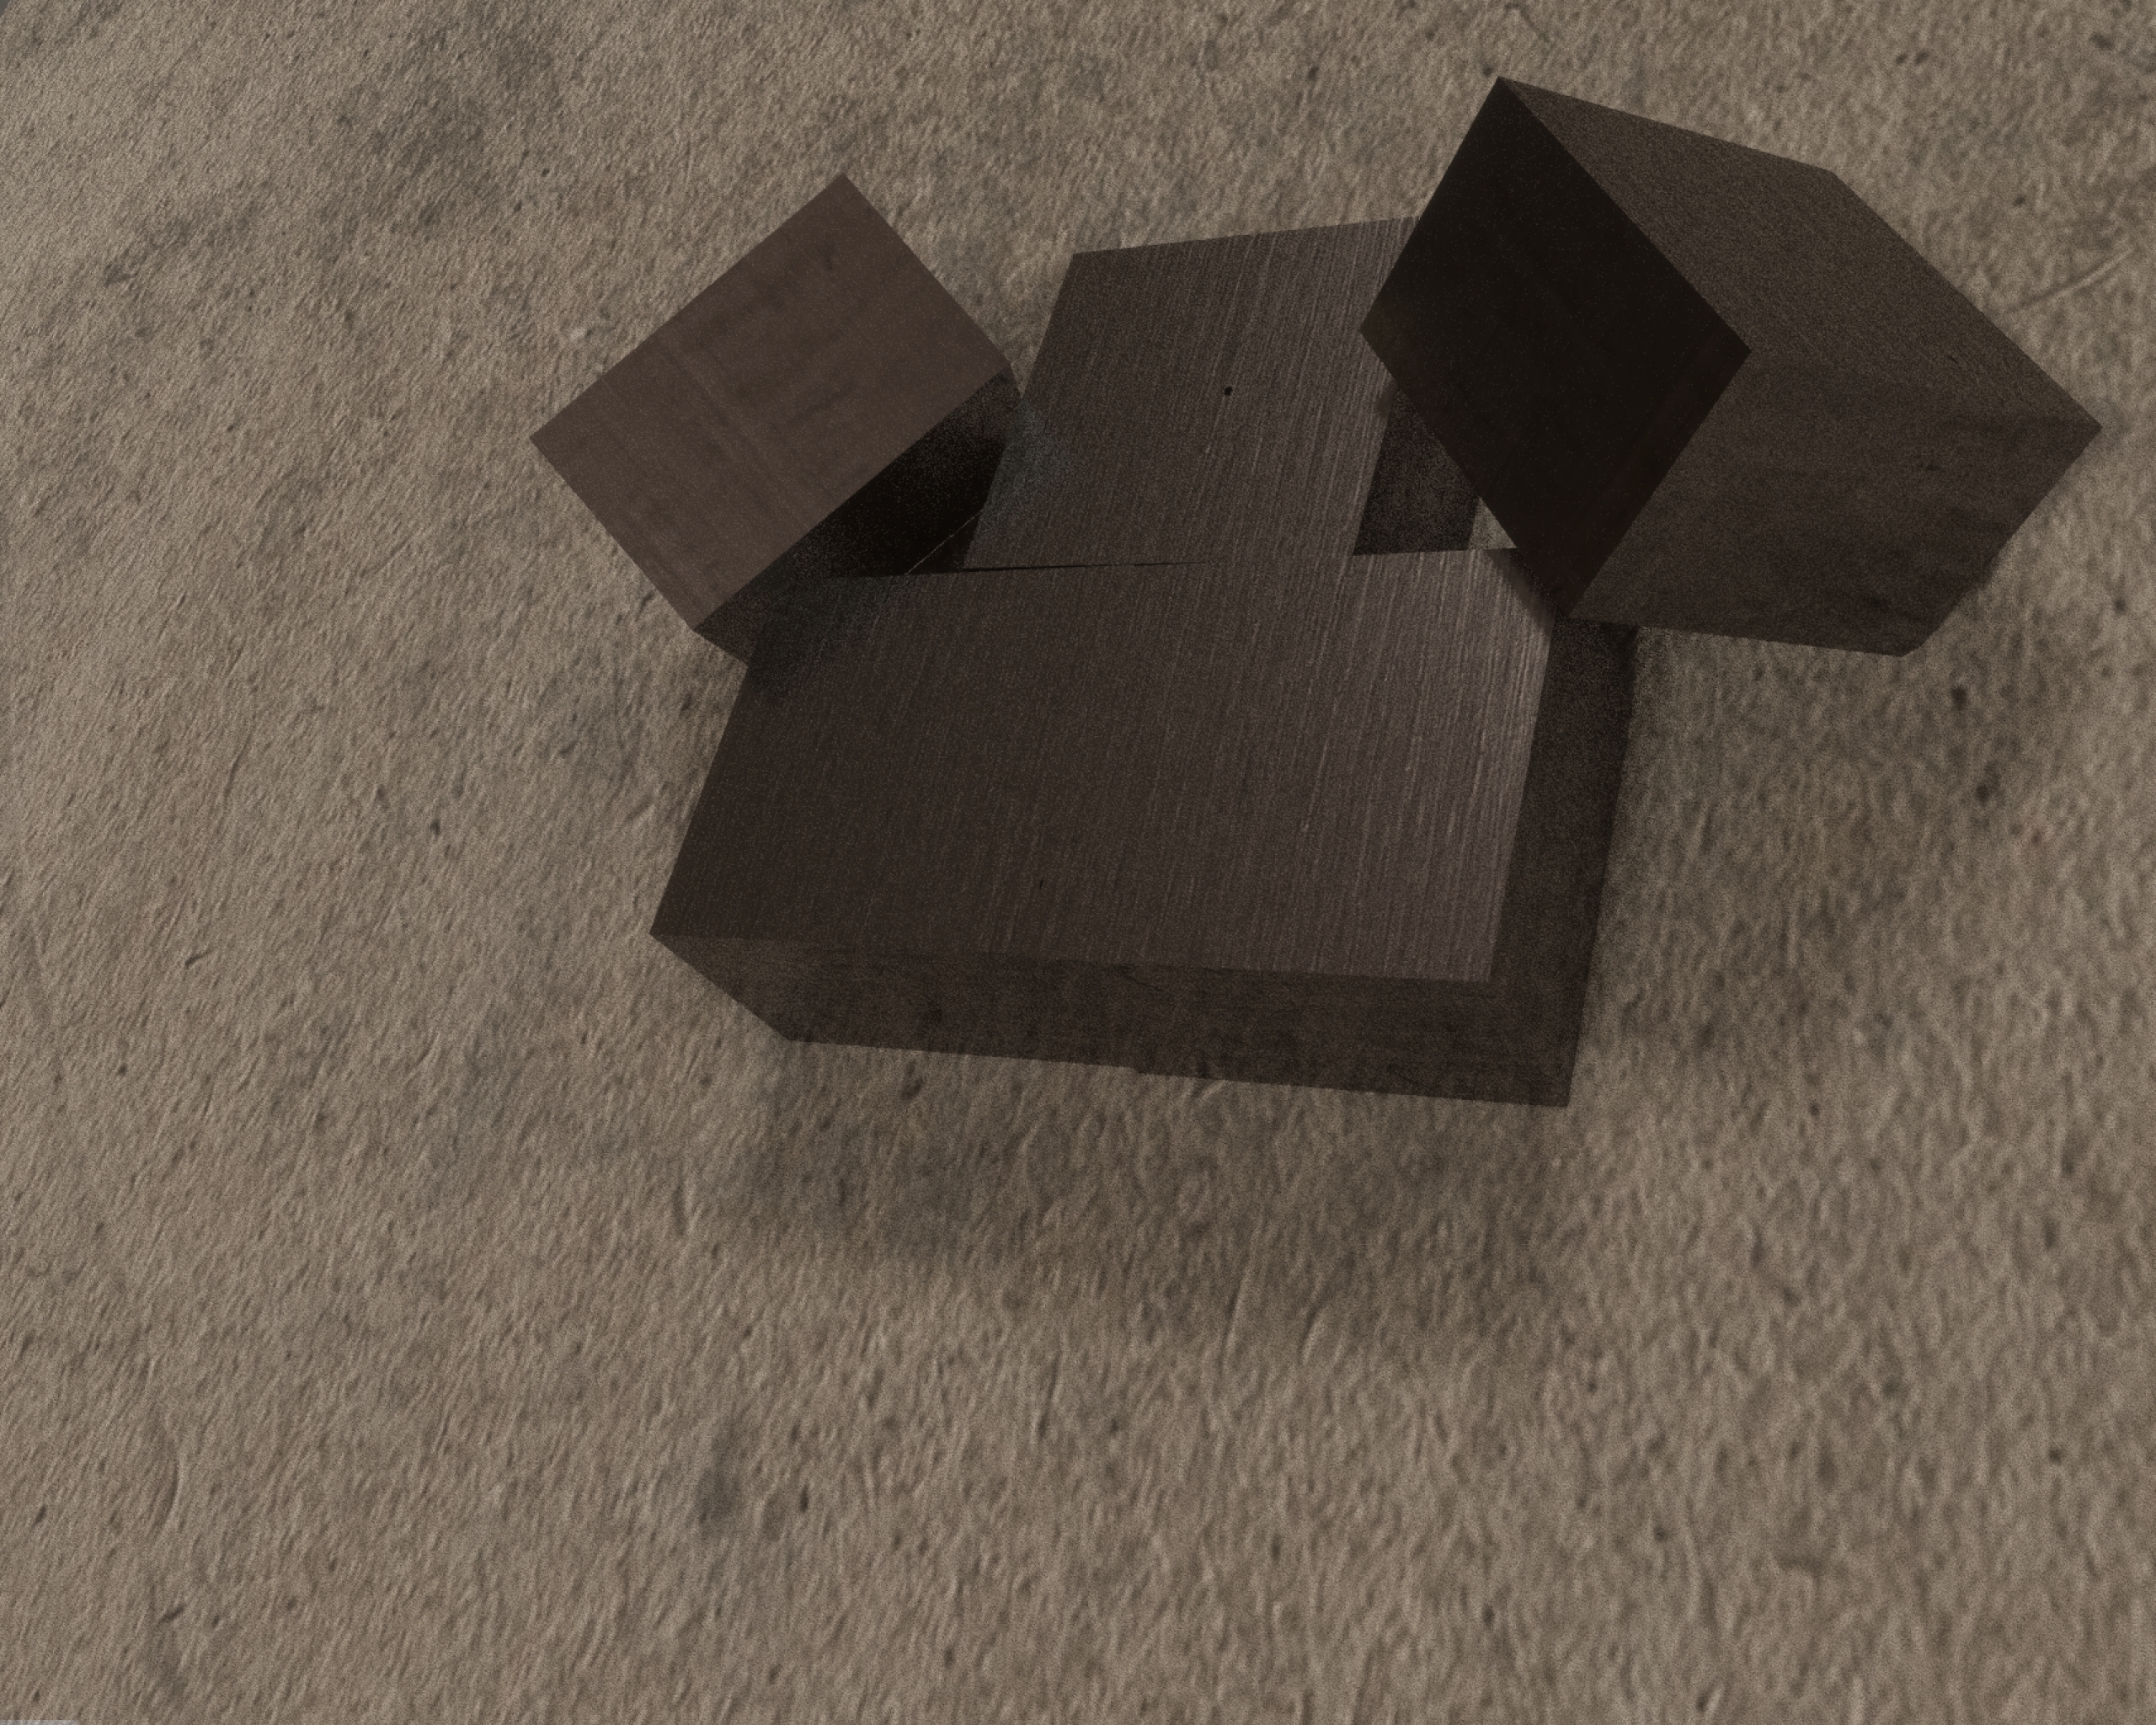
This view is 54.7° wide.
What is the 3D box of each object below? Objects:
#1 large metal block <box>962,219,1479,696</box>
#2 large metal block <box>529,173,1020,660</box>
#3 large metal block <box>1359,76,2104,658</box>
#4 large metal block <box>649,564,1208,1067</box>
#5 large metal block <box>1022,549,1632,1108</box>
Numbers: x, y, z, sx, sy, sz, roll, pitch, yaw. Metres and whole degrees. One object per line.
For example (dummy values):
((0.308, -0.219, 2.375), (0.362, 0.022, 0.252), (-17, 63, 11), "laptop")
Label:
((0.034, -0.078, 0.419), (0.080, 0.050, 0.080), (3, 63, 29), "large metal block")
((-0.058, -0.088, 0.443), (0.080, 0.080, 0.050), (-40, 86, 1), "large metal block")
((0.108, -0.083, 0.356), (0.050, 0.081, 0.080), (-61, 39, 38), "large metal block")
((-0.024, -0.009, 0.405), (0.080, 0.050, 0.080), (2, 62, 28), "large metal block")
((0.046, -0.007, 0.366), (0.080, 0.050, 0.080), (2, 62, 28), "large metal block")
